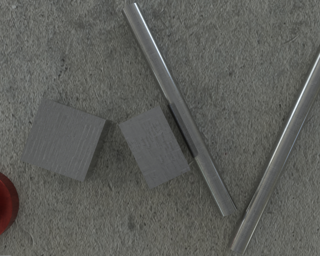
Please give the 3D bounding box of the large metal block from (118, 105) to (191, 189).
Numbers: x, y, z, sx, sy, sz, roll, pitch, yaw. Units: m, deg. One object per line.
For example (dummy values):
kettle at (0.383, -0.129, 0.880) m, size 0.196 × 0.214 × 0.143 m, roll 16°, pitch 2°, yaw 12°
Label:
large metal block at (-0.006, 0.021, 0.382) m, size 0.050 × 0.080 × 0.080 m, roll -26°, pitch 90°, yaw 0°

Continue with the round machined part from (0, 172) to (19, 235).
round machined part at (-0.240, 0.103, 0.398) m, size 0.099 × 0.042 × 0.097 m, roll 0°, pitch 90°, yaw -1°

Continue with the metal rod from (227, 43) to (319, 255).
metal rod at (0.164, 0.026, 0.412) m, size 0.025 × 0.025 × 0.299 m, roll 25°, pitch 90°, yaw -1°

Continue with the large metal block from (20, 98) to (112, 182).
large metal block at (-0.116, 0.014, 0.396) m, size 0.080 × 0.050 × 0.080 m, roll 20°, pitch 90°, yaw -1°

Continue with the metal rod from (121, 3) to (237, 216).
metal rod at (0.026, -0.024, 0.410) m, size 0.025 × 0.025 × 0.299 m, roll -26°, pitch 90°, yaw 0°
